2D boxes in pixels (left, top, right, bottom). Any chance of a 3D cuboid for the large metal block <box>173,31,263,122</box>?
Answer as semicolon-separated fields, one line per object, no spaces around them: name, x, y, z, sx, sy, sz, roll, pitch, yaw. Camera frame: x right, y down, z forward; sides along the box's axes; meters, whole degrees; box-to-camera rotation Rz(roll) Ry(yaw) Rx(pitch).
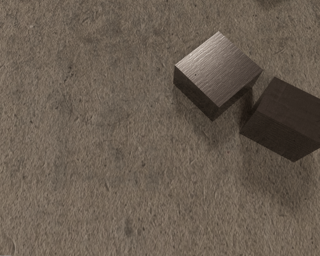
large metal block;0.076;-0.069;0.421;0.080;0.050;0.080;-40;75;-13

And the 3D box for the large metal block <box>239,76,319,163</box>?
large metal block;0.155;-0.007;0.384;0.080;0.080;0.050;29;73;10
